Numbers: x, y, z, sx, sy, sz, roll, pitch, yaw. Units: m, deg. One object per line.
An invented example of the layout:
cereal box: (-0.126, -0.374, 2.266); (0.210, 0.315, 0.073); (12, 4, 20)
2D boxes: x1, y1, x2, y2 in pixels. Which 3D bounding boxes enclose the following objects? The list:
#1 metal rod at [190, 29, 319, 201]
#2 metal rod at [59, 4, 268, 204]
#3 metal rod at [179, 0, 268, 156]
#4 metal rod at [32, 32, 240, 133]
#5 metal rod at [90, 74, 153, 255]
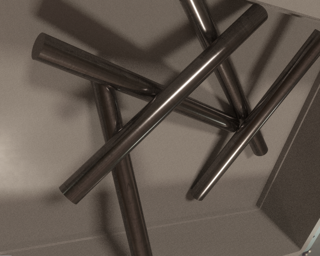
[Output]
metal rod: (0.132, -0.003, 0.449); (0.025, 0.025, 0.298); (13, 122, -34)
metal rod: (0.012, -0.034, 0.342); (0.301, 0.025, 0.025); (-44, 130, -11)
metal rod: (0.102, -0.054, 0.432); (0.025, 0.025, 0.300); (-39, 130, -2)
metal rod: (0.002, -0.038, 0.368); (0.302, 0.025, 0.025); (17, 110, -42)
metal rod: (-0.036, 0.085, 0.364); (0.025, 0.025, 0.298); (-15, 100, -21)
